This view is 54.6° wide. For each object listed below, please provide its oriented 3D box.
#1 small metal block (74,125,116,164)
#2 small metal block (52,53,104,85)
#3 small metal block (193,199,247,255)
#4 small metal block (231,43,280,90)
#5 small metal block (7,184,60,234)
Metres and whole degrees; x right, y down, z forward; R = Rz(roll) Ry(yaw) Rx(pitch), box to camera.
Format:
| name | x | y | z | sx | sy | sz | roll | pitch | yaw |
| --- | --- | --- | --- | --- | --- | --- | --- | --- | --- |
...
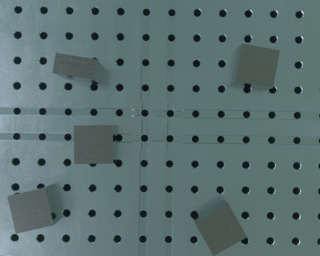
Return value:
| name | x | y | z | sx | sy | sz | roll | pitch | yaw |
| --- | --- | --- | --- | --- | --- | --- | --- | --- | --- |
| small metal block | -0.086 | 0.021 | 0.413 | 0.050 | 0.025 | 0.050 | -1 | 90 | 0 |
| small metal block | -0.103 | -0.075 | 0.400 | 0.050 | 0.050 | 0.025 | 10 | 90 | 0 |
| small metal block | 0.079 | 0.132 | 0.414 | 0.050 | 0.025 | 0.050 | -29 | 90 | 0 |
| small metal block | 0.126 | -0.081 | 0.414 | 0.050 | 0.025 | 0.050 | 10 | 90 | 0 |
| small metal block | -0.167 | 0.107 | 0.412 | 0.050 | 0.025 | 0.050 | -13 | 90 | 0 |
